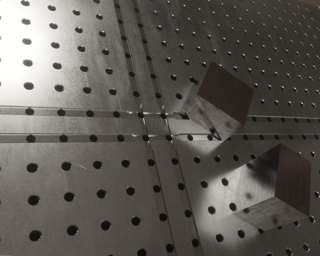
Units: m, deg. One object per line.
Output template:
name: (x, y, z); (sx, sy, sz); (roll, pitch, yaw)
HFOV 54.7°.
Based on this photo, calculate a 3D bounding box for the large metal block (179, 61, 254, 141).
large metal block: (0.087, -0.041, 0.466); (0.080, 0.050, 0.080); (33, 51, -7)

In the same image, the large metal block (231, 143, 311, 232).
large metal block: (0.146, 0.079, 0.405); (0.050, 0.080, 0.080); (32, 52, -9)
